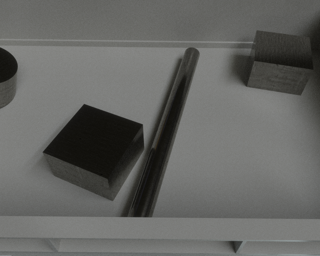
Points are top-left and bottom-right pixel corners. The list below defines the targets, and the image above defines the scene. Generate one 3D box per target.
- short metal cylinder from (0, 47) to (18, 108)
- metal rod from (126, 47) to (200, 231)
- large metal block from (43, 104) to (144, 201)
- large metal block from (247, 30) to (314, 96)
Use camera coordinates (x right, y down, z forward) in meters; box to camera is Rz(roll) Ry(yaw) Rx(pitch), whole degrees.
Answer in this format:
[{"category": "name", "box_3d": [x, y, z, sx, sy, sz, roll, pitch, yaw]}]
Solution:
[{"category": "short metal cylinder", "box_3d": [-0.243, -0.072, 0.429, 0.081, 0.050, 0.080, 15, 47, -16]}, {"category": "metal rod", "box_3d": [0.015, -0.011, 0.413, 0.025, 0.025, 0.300, 12, 51, 9]}, {"category": "large metal block", "box_3d": [-0.073, 0.027, 0.365, 0.080, 0.050, 0.080, 19, 53, 15]}, {"category": "large metal block", "box_3d": [0.182, -0.101, 0.477, 0.080, 0.050, 0.080, 11, 51, 8]}]
